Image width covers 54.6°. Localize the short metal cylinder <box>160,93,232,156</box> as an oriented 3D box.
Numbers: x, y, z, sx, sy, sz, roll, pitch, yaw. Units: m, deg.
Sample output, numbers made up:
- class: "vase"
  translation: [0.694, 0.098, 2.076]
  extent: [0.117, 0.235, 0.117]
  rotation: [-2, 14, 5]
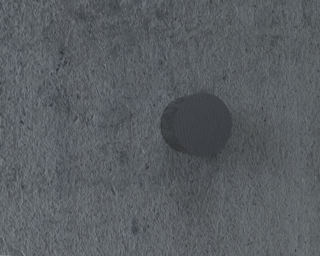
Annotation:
- class: "short metal cylinder"
  translation: [0.047, -0.005, 0.413]
  extent: [0.081, 0.050, 0.080]
  rotation: [0, 90, -20]
